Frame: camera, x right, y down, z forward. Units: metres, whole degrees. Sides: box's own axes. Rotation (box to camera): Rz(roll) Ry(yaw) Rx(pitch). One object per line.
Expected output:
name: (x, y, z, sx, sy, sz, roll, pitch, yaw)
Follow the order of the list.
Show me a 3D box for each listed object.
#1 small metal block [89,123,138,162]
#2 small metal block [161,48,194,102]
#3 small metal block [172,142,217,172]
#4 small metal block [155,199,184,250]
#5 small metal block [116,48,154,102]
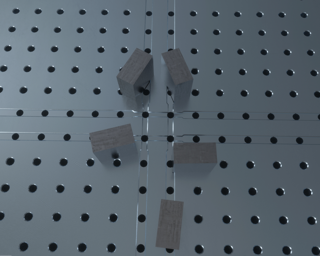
small metal block: (-0.057, 0.020, 0.391, 0.050, 0.050, 0.025, -14, 71, -5)
small metal block: (0.022, -0.072, 0.425, 0.025, 0.050, 0.050, -20, 71, -7)
small metal block: (0.041, 0.037, 0.385, 0.050, 0.050, 0.025, -1, 70, 0)
small metal block: (0.011, 0.112, 0.358, 0.025, 0.050, 0.050, 7, 70, 2)
small metal block: (-0.032, -0.072, 0.425, 0.025, 0.050, 0.050, 28, 73, 10)
